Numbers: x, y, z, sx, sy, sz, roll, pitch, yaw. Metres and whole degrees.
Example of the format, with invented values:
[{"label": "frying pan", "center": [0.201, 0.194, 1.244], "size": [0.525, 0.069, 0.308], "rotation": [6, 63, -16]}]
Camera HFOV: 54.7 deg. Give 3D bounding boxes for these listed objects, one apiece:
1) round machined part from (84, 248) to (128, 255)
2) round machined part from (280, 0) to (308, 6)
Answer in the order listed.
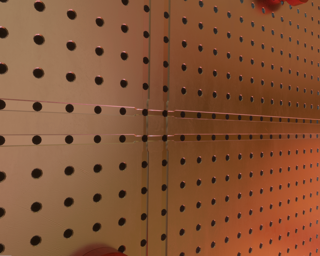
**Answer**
[{"label": "round machined part", "center": [-0.061, 0.191, 0.349], "size": [0.099, 0.042, 0.097], "rotation": [0, 90, -40]}, {"label": "round machined part", "center": [0.262, -0.294, 0.621], "size": [0.099, 0.042, 0.097], "rotation": [0, 90, -40]}]
